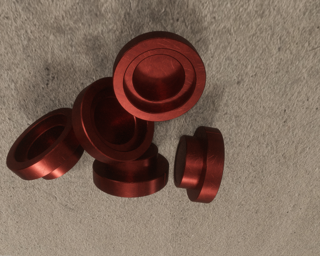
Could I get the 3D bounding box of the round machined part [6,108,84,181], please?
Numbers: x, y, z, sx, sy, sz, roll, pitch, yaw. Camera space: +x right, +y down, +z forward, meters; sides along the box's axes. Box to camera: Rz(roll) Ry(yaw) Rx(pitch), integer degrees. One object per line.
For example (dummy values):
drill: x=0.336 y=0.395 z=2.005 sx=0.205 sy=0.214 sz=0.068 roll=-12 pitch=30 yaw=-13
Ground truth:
round machined part: x=-0.132 y=0.024 z=0.378 sx=0.098 sy=0.098 sz=0.042 roll=-22 pitch=127 yaw=17

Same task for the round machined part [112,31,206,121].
round machined part: x=-0.002 y=-0.059 z=0.340 sx=0.099 sy=0.042 sz=0.097 roll=-4 pitch=126 yaw=-6

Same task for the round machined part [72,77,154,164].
round machined part: x=-0.057 y=-0.006 z=0.359 sx=0.098 sy=0.098 sz=0.042 roll=38 pitch=143 yaw=-28

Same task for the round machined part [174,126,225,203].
round machined part: x=0.045 y=0.045 z=0.399 sx=0.042 sy=0.098 sz=0.097 roll=9 pitch=130 yaw=-8

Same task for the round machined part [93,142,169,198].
round machined part: x=-0.037 y=0.045 z=0.401 sx=0.099 sy=0.098 sz=0.042 roll=2 pitch=111 yaw=-2
